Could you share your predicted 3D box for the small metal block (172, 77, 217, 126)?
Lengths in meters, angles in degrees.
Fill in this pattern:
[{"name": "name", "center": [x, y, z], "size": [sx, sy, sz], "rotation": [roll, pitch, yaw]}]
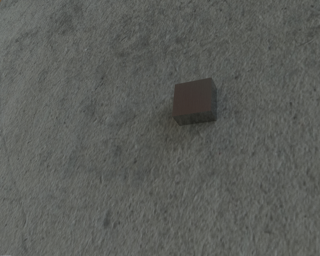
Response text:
[{"name": "small metal block", "center": [0.045, -0.033, 0.400], "size": [0.050, 0.025, 0.050], "rotation": [-8, 58, 23]}]
